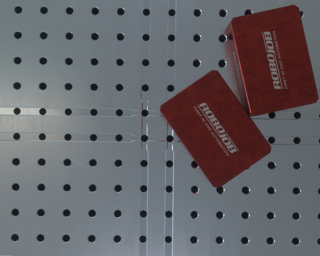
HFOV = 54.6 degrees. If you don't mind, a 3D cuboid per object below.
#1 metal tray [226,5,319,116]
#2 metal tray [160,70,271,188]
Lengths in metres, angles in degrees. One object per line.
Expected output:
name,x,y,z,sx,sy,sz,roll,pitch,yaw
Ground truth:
metal tray,0.147,-0.087,0.412,0.090,0.030,0.129,-12,90,0
metal tray,0.072,0.001,0.411,0.090,0.030,0.130,-35,90,0
